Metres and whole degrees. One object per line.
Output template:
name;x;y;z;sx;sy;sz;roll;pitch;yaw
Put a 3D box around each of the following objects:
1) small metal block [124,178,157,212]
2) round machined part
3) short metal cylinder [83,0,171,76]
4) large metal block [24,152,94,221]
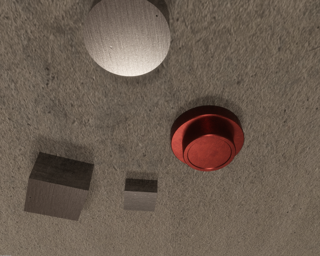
small metal block;-0.032;0.108;0.499;0.050;0.025;0.050;4;130;-4
round machined part;0.064;0.021;0.415;0.099;0.042;0.097;-1;130;0
short metal cylinder;-0.031;-0.099;0.306;0.081;0.050;0.079;0;130;0
large metal block;-0.151;0.089;0.465;0.081;0.050;0.079;15;128;-13
